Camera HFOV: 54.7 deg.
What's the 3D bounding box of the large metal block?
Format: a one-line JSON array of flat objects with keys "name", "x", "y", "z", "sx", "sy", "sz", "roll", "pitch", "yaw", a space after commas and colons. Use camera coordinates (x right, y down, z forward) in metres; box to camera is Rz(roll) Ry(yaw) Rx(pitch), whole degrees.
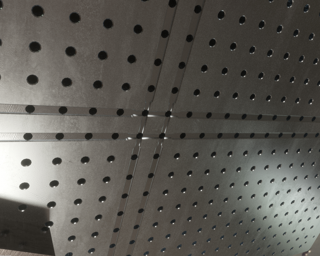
[{"name": "large metal block", "x": -0.194, "y": 0.167, "z": 0.393, "sx": 0.080, "sy": 0.050, "sz": 0.080, "roll": 29, "pitch": 102, "yaw": -38}]
